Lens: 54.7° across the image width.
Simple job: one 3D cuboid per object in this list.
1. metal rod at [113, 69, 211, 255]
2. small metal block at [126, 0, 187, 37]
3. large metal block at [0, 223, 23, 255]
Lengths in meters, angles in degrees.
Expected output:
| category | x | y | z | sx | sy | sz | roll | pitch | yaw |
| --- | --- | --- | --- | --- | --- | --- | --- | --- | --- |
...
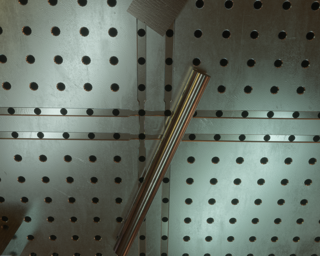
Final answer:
| category | x | y | z | sx | sy | sz | roll | pitch | yaw |
| --- | --- | --- | --- | --- | --- | --- | --- | --- | --- |
| metal rod | -0.004 | 0.061 | 0.435 | 0.025 | 0.025 | 0.298 | 21 | 109 | -8 |
| small metal block | -0.003 | -0.143 | 0.361 | 0.050 | 0.025 | 0.050 | 33 | 107 | -12 |
| large metal block | -0.257 | 0.183 | 0.448 | 0.081 | 0.080 | 0.050 | 5 | 110 | -2 |
